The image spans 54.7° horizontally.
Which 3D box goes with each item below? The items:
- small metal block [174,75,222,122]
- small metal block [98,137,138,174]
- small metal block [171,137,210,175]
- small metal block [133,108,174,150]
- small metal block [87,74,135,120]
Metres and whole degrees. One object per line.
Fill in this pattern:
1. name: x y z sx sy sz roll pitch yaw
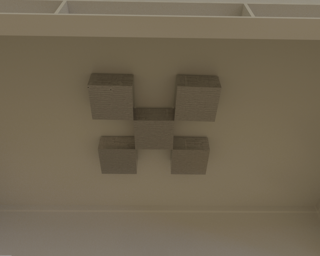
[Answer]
1. small metal block: 0.044 -0.035 0.376 0.050 0.025 0.050 2 130 -2
2. small metal block: -0.058 0.039 0.439 0.050 0.025 0.050 0 130 -1
3. small metal block: 0.041 0.040 0.440 0.050 0.025 0.050 1 130 -1
4. small metal block: -0.008 0.002 0.407 0.050 0.025 0.050 0 130 -1
5. small metal block: -0.057 -0.037 0.374 0.050 0.025 0.050 1 130 -1
